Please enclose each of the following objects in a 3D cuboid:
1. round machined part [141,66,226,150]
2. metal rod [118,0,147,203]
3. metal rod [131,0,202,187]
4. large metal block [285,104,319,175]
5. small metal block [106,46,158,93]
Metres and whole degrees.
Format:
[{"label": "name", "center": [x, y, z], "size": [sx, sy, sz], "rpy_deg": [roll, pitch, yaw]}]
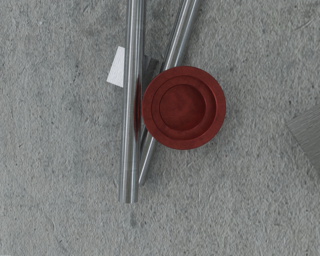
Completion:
[{"label": "round machined part", "center": [0.026, -0.025, 0.377], "size": [0.099, 0.042, 0.097], "rpy_deg": [-1, 98, -6]}, {"label": "metal rod", "center": [-0.034, -0.056, 0.393], "size": [0.025, 0.025, 0.298], "rpy_deg": [3, 90, 19]}, {"label": "metal rod", "center": [0.011, -0.068, 0.404], "size": [0.025, 0.025, 0.298], "rpy_deg": [19, 96, 18]}, {"label": "large metal block", "center": [0.192, 0.007, 0.328], "size": [0.080, 0.050, 0.080], "rpy_deg": [-34, 79, 16]}, {"label": "small metal block", "center": [-0.038, -0.077, 0.421], "size": [0.050, 0.025, 0.050], "rpy_deg": [23, 97, 18]}]
